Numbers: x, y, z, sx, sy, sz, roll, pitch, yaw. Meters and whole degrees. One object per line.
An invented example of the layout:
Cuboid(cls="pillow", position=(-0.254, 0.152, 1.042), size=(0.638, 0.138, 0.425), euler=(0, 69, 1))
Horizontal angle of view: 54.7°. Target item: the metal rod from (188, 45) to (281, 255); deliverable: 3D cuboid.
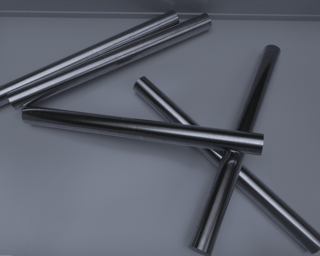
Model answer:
Cuboid(cls="metal rod", position=(0.102, 0.007, 0.385), size=(0.025, 0.025, 0.300), euler=(23, 63, 8))

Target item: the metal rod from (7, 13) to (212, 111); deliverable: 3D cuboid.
Cuboid(cls="metal rod", position=(-0.062, -0.098, 0.438), size=(0.302, 0.025, 0.025), euler=(-26, 72, -12))

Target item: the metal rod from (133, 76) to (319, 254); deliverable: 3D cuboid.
Cuboid(cls="metal rod", position=(0.078, 0.037, 0.396), size=(0.025, 0.025, 0.300), euler=(-43, 76, -14))

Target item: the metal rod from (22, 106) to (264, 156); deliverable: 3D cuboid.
Cuboid(cls="metal rod", position=(-0.032, 0.000, 0.380), size=(0.301, 0.025, 0.025), euler=(7, 70, 14))

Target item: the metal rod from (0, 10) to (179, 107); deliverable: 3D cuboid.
Cuboid(cls="metal rod", position=(-0.109, -0.099, 0.444), size=(0.302, 0.025, 0.025), euler=(-27, 72, -10))
